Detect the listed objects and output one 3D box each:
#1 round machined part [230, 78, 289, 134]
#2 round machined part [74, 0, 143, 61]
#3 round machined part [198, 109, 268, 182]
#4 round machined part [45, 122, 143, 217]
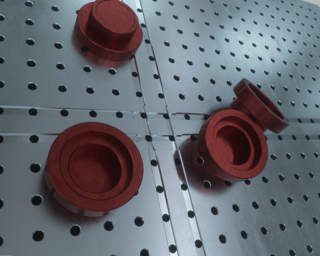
[{"bbox_3d":[0.146,-0.027,0.475,0.098,0.042,0.098,35,25,-19],"label":"round machined part"},{"bbox_3d":[-0.070,-0.149,0.450,0.099,0.042,0.098,13,56,-21],"label":"round machined part"},{"bbox_3d":[0.095,0.027,0.426,0.099,0.042,0.098,9,65,-21],"label":"round machined part"},{"bbox_3d":[-0.071,0.046,0.331,0.099,0.042,0.098,13,56,-21],"label":"round machined part"}]
